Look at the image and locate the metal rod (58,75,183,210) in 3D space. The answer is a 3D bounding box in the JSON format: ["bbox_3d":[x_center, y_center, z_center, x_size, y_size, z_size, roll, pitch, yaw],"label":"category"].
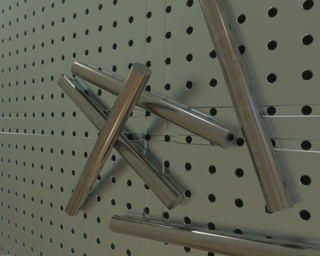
[{"bbox_3d":[-0.074,0.006,0.467,0.300,0.025,0.025,43,116,31],"label":"metal rod"}]

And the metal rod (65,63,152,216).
[{"bbox_3d":[-0.086,0.036,0.447,0.025,0.025,0.298,52,129,27],"label":"metal rod"}]

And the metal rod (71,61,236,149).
[{"bbox_3d":[-0.031,-0.044,0.432,0.300,0.025,0.025,28,107,36],"label":"metal rod"}]

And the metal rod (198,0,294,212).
[{"bbox_3d":[0.082,-0.060,0.340,0.025,0.025,0.299,-25,75,37],"label":"metal rod"}]

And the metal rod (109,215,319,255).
[{"bbox_3d":[0.050,0.131,0.366,0.300,0.025,0.025,-5,87,39],"label":"metal rod"}]
